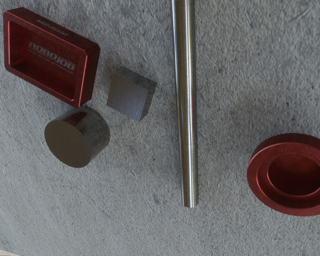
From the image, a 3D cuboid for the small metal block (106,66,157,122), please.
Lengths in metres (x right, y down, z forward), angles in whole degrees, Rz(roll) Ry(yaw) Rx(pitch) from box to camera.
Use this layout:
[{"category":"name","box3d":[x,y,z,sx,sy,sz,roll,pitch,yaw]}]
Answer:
[{"category":"small metal block","box3d":[-0.037,-0.043,0.398,0.050,0.025,0.050,27,128,10]}]

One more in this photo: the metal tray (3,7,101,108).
[{"category":"metal tray","box3d":[-0.150,-0.095,0.421,0.130,0.030,0.089,28,128,10]}]

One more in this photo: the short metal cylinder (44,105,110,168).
[{"category":"short metal cylinder","box3d":[-0.122,0.012,0.460,0.080,0.050,0.079,13,124,20]}]

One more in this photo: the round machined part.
[{"category":"round machined part","box3d":[0.151,0.047,0.345,0.098,0.042,0.097,13,124,20]}]

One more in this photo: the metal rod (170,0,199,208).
[{"category":"metal rod","box3d":[0.032,-0.023,0.374,0.025,0.025,0.298,9,122,23]}]
